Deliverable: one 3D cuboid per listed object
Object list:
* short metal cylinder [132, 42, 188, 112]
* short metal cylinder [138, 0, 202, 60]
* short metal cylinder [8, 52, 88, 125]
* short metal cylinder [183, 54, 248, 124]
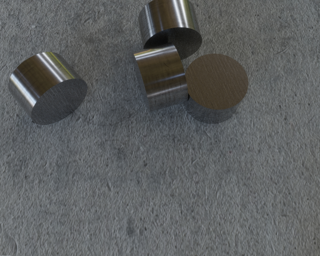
[{"bbox_3d":[-0.001,-0.065,0.403,0.050,0.080,0.080,-17,71,-6],"label":"short metal cylinder"},{"bbox_3d":[0.013,-0.133,0.428,0.081,0.080,0.050,-9,71,-3],"label":"short metal cylinder"},{"bbox_3d":[-0.141,-0.049,0.396,0.080,0.080,0.050,-40,75,-13],"label":"short metal cylinder"},{"bbox_3d":[0.071,-0.051,0.414,0.081,0.050,0.080,0,70,0],"label":"short metal cylinder"}]
